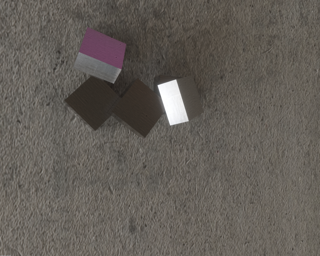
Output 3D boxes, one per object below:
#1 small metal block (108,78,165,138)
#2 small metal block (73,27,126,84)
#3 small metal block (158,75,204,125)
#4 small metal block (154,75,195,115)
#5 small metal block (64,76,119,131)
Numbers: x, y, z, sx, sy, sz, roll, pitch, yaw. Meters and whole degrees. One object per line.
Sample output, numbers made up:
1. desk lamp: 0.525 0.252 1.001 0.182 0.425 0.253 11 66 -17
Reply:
1. small metal block: -0.026 -0.023 0.374 0.050 0.025 0.050 40 77 -16
2. small metal block: -0.071 -0.087 0.372 0.050 0.025 0.050 20 47 -19
3. small metal block: 0.027 -0.035 0.381 0.050 0.025 0.050 -28 103 -58
4. small metal block: 0.019 -0.043 0.418 0.050 0.025 0.050 2 89 -21
5. small metal block: -0.081 -0.032 0.380 0.050 0.025 0.050 -47 105 -14
